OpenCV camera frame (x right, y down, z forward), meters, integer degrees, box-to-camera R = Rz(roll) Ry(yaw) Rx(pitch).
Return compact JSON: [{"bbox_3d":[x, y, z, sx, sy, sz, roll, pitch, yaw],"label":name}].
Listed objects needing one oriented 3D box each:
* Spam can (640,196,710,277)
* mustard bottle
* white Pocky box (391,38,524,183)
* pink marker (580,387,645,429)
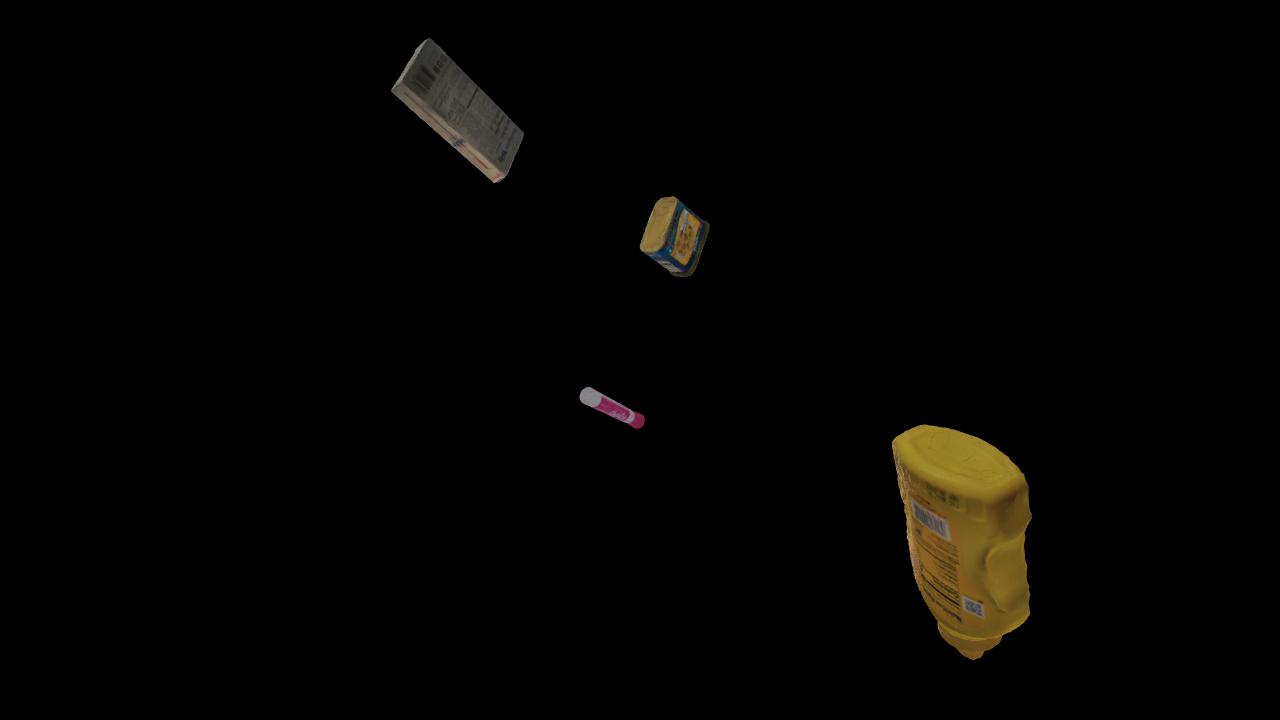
[{"bbox_3d":[0.055,-0.197,0.983,0.058,0.101,0.085,9,-13,45],"label":"Spam can"},{"bbox_3d":[0.226,0.141,0.432,0.054,0.184,0.092,-25,24,-17],"label":"mustard bottle"},{"bbox_3d":[-0.212,-0.295,0.736,0.028,0.084,0.154,-14,-39,38],"label":"white Pocky box"},{"bbox_3d":[-0.028,0.056,0.696,0.020,0.020,0.121,0,-19,30],"label":"pink marker"}]
